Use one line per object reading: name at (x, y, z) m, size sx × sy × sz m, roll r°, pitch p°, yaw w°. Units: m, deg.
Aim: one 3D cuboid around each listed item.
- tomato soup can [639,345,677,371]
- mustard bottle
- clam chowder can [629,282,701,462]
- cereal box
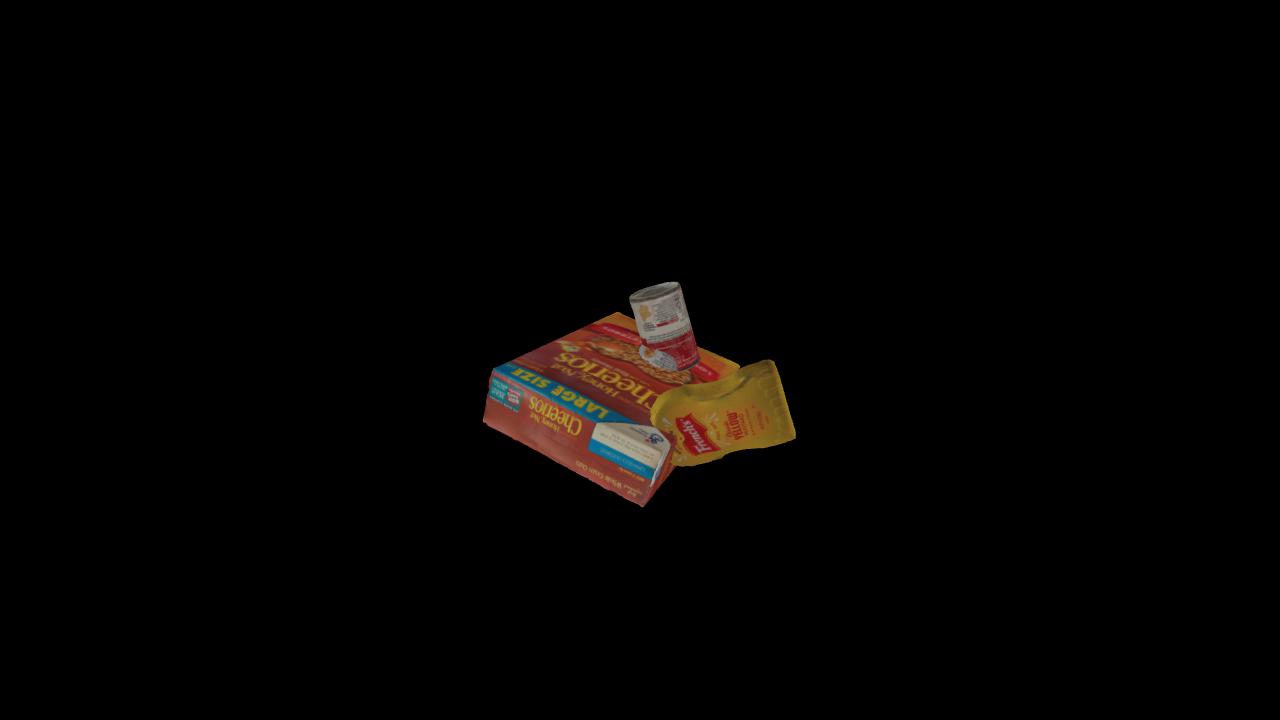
tomato soup can at (0.012, 0.030, 0.769) m, size 0.068 × 0.101 × 0.068 m, roll 28°, pitch -10°, yaw 5°
mustard bottle at (0.061, 0.066, 0.637) m, size 0.184 × 0.092 × 0.054 m, roll -17°, pitch 31°, yaw 11°
clam chowder can at (0.031, -0.040, 0.768) m, size 0.068 × 0.102 × 0.068 m, roll -15°, pitch 17°, yaw 5°
cereal box at (-0.016, 0.038, 0.749) m, size 0.203 × 0.081 × 0.306 m, roll 25°, pitch 23°, yaw 16°
